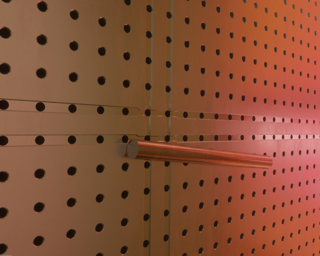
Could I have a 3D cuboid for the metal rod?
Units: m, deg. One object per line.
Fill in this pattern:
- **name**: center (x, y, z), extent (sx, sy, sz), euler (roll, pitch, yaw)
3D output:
- **metal rod**: center (0.082, 0.044, 0.476), extent (0.302, 0.025, 0.025), euler (9, 84, -39)
